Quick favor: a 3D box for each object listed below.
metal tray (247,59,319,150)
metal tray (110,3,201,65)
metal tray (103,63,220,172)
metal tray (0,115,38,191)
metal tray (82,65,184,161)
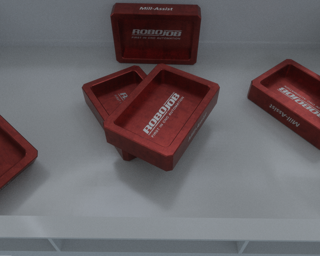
[{"bbox_3d":[0.202,-0.039,0.434,0.091,0.030,0.130,-31,57,-24],"label":"metal tray"},{"bbox_3d":[-0.006,-0.145,0.484,0.131,0.090,0.030,2,50,1],"label":"metal tray"},{"bbox_3d":[0.005,-0.019,0.378,0.090,0.030,0.130,24,54,19],"label":"metal tray"},{"bbox_3d":[-0.214,0.043,0.334,0.090,0.030,0.131,46,57,-7],"label":"metal tray"},{"bbox_3d":[-0.038,-0.026,0.423,0.091,0.030,0.130,-25,55,-20],"label":"metal tray"}]
